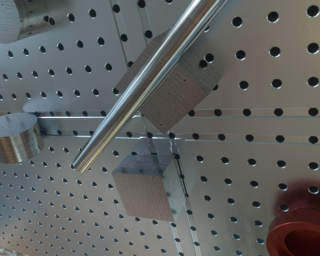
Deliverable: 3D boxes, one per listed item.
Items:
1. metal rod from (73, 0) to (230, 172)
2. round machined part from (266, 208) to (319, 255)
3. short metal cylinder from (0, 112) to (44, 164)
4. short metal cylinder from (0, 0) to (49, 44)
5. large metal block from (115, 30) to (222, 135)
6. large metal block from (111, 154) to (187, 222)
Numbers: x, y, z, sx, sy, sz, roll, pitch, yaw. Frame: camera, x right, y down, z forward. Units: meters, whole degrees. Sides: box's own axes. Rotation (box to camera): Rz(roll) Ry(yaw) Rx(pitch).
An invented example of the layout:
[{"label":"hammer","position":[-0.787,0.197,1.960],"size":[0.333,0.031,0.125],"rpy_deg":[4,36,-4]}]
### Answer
[{"label":"metal rod","position":[-0.031,-0.032,0.343],"size":[0.025,0.025,0.298],"rpy_deg":[43,129,-2]},{"label":"round machined part","position":[0.187,0.140,0.388],"size":[0.098,0.042,0.097],"rpy_deg":[13,124,21]},{"label":"short metal cylinder","position":[-0.239,0.015,0.511],"size":[0.080,0.080,0.050],"rpy_deg":[11,123,22]},{"label":"short metal cylinder","position":[-0.194,-0.155,0.401],"size":[0.080,0.050,0.079],"rpy_deg":[13,124,21]},{"label":"large metal block","position":[0.009,-0.053,0.358],"size":[0.080,0.050,0.080],"rpy_deg":[44,129,-3]},{"label":"large metal block","position":[-0.014,0.086,0.456],"size":[0.080,0.050,0.080],"rpy_deg":[-1,118,29]}]
